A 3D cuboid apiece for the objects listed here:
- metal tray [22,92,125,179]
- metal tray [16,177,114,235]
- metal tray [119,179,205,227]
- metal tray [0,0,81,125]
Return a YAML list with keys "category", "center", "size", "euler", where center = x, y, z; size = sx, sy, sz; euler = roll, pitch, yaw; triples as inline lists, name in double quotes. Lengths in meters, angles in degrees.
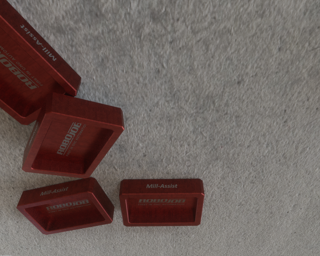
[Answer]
- category: "metal tray"
  center: [-0.112, 0.016, 0.392]
  size: [0.091, 0.030, 0.129]
  euler: [12, 138, -29]
- category: "metal tray"
  center: [-0.153, 0.132, 0.513]
  size: [0.131, 0.030, 0.090]
  euler: [-13, 129, 10]
- category: "metal tray"
  center: [0.003, 0.124, 0.509]
  size: [0.131, 0.030, 0.089]
  euler: [-1, 130, 0]
- category: "metal tray"
  center: [-0.165, -0.070, 0.341]
  size: [0.090, 0.030, 0.130]
  euler: [-27, 126, 20]
